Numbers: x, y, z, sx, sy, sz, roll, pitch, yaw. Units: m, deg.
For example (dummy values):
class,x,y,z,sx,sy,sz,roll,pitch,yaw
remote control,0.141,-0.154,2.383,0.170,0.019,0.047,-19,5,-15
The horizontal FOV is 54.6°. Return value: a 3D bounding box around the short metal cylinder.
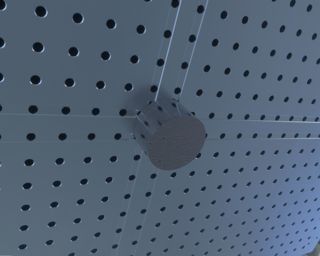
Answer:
class,x,y,z,sx,sy,sz,roll,pitch,yaw
short metal cylinder,0.012,0.008,0.406,0.081,0.050,0.080,-14,124,-21
